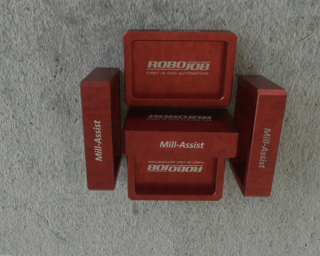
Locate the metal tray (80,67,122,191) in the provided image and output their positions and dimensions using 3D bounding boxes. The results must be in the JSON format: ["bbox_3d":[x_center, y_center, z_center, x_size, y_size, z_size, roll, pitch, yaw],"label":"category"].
[{"bbox_3d":[-0.067,-0.002,0.375,0.030,0.090,0.129,1,111,-1],"label":"metal tray"}]

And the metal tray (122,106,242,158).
[{"bbox_3d":[0.024,0.002,0.379,0.131,0.090,0.030,1,111,-1],"label":"metal tray"}]

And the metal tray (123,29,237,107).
[{"bbox_3d":[0.023,-0.073,0.382,0.131,0.030,0.089,0,113,-1],"label":"metal tray"}]

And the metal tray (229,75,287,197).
[{"bbox_3d":[0.114,0.007,0.380,0.030,0.090,0.129,1,110,0],"label":"metal tray"}]

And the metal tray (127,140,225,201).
[{"bbox_3d":[0.021,0.054,0.430,0.131,0.030,0.089,1,109,-1],"label":"metal tray"}]
